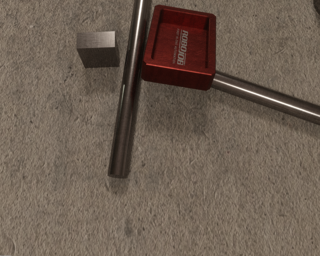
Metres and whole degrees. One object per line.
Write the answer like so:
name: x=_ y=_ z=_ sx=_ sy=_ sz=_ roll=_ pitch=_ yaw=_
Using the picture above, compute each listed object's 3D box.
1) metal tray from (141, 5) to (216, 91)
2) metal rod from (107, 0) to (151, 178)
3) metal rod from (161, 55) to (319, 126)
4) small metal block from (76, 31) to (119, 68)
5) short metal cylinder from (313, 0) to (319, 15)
metal tray: x=0.029 y=-0.114 z=0.424 sx=0.091 sy=0.030 sz=0.130 roll=9 pitch=53 yaw=-2
metal rod: x=-0.039 y=-0.079 z=0.436 sx=0.025 sy=0.025 sz=0.299 roll=5 pitch=70 yaw=1
metal rod: x=0.137 y=-0.046 z=0.426 sx=0.301 sy=0.025 sz=0.025 roll=20 pitch=71 yaw=7
small metal block: x=-0.085 y=-0.108 z=0.433 sx=0.050 sy=0.050 sz=0.025 roll=-3 pitch=70 yaw=-1
short metal cylinder: x=0.287 y=-0.207 z=0.474 sx=0.081 sy=0.050 sz=0.080 roll=0 pitch=70 yaw=0
